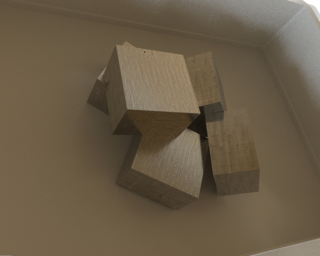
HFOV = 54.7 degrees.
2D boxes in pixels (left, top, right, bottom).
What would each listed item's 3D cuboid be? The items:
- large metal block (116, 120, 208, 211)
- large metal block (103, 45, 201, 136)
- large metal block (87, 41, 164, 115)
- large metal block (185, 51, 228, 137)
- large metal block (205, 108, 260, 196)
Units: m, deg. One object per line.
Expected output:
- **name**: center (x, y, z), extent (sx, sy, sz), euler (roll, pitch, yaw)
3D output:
- **large metal block**: center (0.005, 0.039, 0.364), extent (0.080, 0.050, 0.080), euler (27, 52, -12)
- **large metal block**: center (-0.012, -0.039, 0.340), extent (0.081, 0.050, 0.080), euler (2, 60, -26)
- **large metal block**: center (-0.035, -0.053, 0.403), extent (0.080, 0.050, 0.080), euler (32, 51, -8)
- **large metal block**: center (0.059, -0.042, 0.419), extent (0.080, 0.050, 0.080), euler (53, 29, -55)
- **large metal block**: center (0.091, 0.033, 0.391), extent (0.050, 0.080, 0.080), euler (-9, 59, 11)
